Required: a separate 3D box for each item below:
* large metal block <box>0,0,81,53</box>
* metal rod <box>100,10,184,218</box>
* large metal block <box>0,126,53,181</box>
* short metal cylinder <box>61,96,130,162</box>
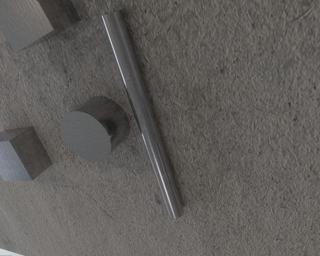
[{"bbox_3d":[-0.160,-0.150,0.382,0.080,0.050,0.080,-14,111,34],"label":"large metal block"},{"bbox_3d":[-0.016,-0.001,0.414,0.025,0.025,0.298,-3,117,29],"label":"metal rod"},{"bbox_3d":[-0.254,0.047,0.554,0.080,0.050,0.080,-6,116,31],"label":"large metal block"},{"bbox_3d":[-0.090,0.001,0.439,0.080,0.050,0.079,13,124,21],"label":"short metal cylinder"}]
